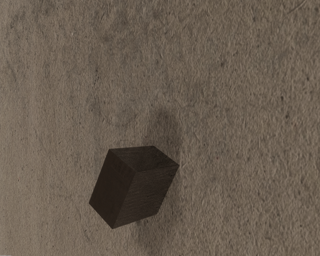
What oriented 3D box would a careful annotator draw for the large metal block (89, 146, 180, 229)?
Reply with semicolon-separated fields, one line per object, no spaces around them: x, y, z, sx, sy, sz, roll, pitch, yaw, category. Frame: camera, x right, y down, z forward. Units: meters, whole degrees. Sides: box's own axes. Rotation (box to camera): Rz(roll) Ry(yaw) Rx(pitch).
-0.032;0.071;0.394;0.050;0.081;0.079;35;112;34;large metal block
